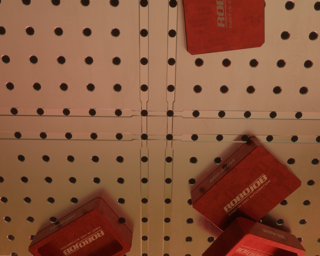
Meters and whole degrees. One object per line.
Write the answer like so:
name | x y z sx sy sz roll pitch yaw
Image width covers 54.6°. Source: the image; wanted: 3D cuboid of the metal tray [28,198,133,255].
metal tray | -0.119 0.175 0.474 0.130 0.030 0.090 -32 107 11

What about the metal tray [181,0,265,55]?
metal tray | 0.070 -0.155 0.354 0.090 0.030 0.129 -6 110 2

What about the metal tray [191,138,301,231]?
metal tray | 0.120 0.088 0.444 0.090 0.030 0.130 41 105 -14

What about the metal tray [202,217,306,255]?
metal tray | 0.139 0.186 0.458 0.131 0.030 0.090 25 112 -27
